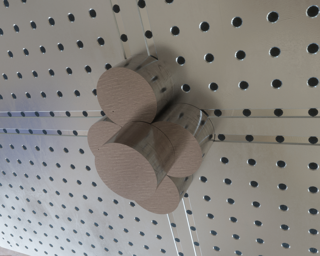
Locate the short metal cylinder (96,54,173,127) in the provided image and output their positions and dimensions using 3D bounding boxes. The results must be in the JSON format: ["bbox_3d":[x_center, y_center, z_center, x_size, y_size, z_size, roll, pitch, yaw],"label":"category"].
[{"bbox_3d":[-0.030,-0.045,0.383,0.080,0.050,0.079,13,124,20],"label":"short metal cylinder"}]

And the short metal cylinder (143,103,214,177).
[{"bbox_3d":[0.023,0.015,0.392,0.080,0.050,0.079,13,124,21],"label":"short metal cylinder"}]

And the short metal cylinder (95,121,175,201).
[{"bbox_3d":[-0.029,0.039,0.369,0.080,0.050,0.079,13,124,21],"label":"short metal cylinder"}]

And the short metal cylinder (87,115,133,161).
[{"bbox_3d":[-0.053,0.014,0.432,0.080,0.050,0.079,13,124,21],"label":"short metal cylinder"}]

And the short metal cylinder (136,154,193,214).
[{"bbox_3d":[0.000,0.075,0.441,0.080,0.050,0.079,12,122,21],"label":"short metal cylinder"}]
